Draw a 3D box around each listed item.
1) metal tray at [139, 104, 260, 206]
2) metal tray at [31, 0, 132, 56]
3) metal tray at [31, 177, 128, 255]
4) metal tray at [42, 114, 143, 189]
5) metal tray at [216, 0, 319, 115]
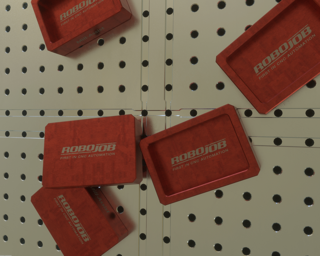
[{"bbox_3d":[0.048,0.035,0.392,0.130,0.030,0.090,-23,83,18],"label":"metal tray"},{"bbox_3d":[-0.116,-0.174,0.449,0.130,0.030,0.090,-23,83,18],"label":"metal tray"},{"bbox_3d":[-0.119,0.128,0.451,0.090,0.030,0.130,-40,78,15],"label":"metal tray"},{"bbox_3d":[-0.091,0.034,0.421,0.131,0.030,0.090,-6,75,11],"label":"metal tray"},{"bbox_3d":[0.143,-0.088,0.359,0.130,0.030,0.090,-40,78,15],"label":"metal tray"}]
